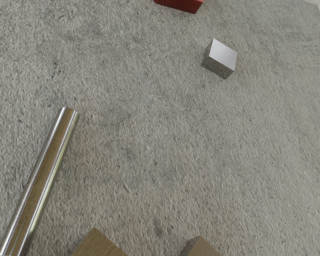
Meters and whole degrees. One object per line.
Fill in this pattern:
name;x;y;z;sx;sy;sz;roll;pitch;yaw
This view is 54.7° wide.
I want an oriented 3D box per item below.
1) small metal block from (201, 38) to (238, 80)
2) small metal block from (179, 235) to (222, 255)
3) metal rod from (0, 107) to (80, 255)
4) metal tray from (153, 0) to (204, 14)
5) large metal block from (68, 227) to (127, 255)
small metal block;0.103;-0.119;0.534;0.050;0.025;0.050;27;52;-12
small metal block;0.044;0.155;0.334;0.050;0.025;0.050;44;51;2
metal rod;-0.127;0.105;0.271;0.025;0.025;0.300;22;53;-16
metal tray;0.025;-0.283;0.589;0.091;0.030;0.130;5;60;-26
large metal block;-0.058;0.148;0.267;0.080;0.050;0.080;41;51;-1
